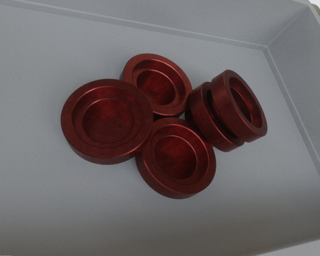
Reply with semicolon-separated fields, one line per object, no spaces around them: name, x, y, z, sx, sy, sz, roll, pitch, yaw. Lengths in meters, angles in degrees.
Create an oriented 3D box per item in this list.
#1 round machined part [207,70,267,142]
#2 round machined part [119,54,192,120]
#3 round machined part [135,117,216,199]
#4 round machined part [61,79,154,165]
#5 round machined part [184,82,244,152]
round machined part;0.096;-0.025;0.410;0.098;0.042;0.098;33;41;-34
round machined part;-0.009;-0.049;0.417;0.099;0.042;0.098;14;56;-21
round machined part;0.015;0.039;0.376;0.099;0.042;0.098;14;56;-21
round machined part;-0.058;-0.004;0.351;0.099;0.042;0.098;2;63;-4
round machined part;0.071;-0.011;0.424;0.098;0.042;0.098;33;40;-33
